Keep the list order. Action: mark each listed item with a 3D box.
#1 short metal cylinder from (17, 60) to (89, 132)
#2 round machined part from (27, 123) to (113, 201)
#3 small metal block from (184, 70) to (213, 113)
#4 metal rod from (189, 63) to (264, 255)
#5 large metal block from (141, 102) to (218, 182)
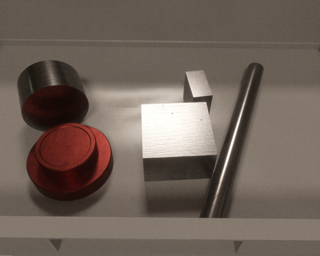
[{"bbox_3d":[-0.138,-0.040,0.401,0.081,0.080,0.050,-17,52,-14],"label":"short metal cylinder"},{"bbox_3d":[-0.107,0.032,0.366,0.099,0.042,0.098,0,50,0],"label":"round machined part"},{"bbox_3d":[0.051,-0.043,0.426,0.025,0.050,0.050,-6,51,-6],"label":"small metal block"},{"bbox_3d":[0.095,0.015,0.393,0.025,0.025,0.301,17,52,13],"label":"metal rod"},{"bbox_3d":[0.019,0.016,0.376,0.081,0.050,0.080,-2,50,-3],"label":"large metal block"}]
